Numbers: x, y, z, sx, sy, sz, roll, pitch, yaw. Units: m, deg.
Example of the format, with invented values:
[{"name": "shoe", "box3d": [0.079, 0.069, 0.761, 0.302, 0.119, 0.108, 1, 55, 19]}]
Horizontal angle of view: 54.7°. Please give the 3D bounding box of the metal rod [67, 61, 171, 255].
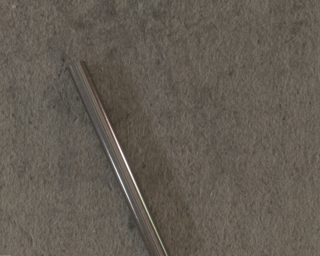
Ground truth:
[{"name": "metal rod", "box3d": [-0.050, 0.054, 0.409, 0.025, 0.025, 0.299, -24, 90, 0]}]
